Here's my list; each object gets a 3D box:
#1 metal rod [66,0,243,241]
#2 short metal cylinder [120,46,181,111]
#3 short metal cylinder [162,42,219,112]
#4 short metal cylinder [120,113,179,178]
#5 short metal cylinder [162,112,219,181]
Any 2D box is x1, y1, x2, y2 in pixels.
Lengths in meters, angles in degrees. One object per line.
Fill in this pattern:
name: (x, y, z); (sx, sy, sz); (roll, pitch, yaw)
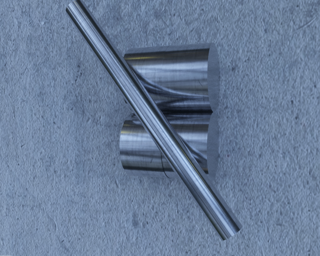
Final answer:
metal rod: (-0.014, -0.018, 0.330); (0.025, 0.025, 0.299); (-38, 78, 16)
short metal cylinder: (-0.008, -0.060, 0.384); (0.050, 0.080, 0.079); (1, 90, 20)
short metal cylinder: (0.039, -0.059, 0.367); (0.050, 0.080, 0.079); (1, 90, 20)
short metal cylinder: (-0.009, 0.021, 0.384); (0.050, 0.080, 0.079); (1, 90, 20)
short metal cylinder: (0.039, 0.021, 0.367); (0.050, 0.080, 0.079); (1, 90, 20)
